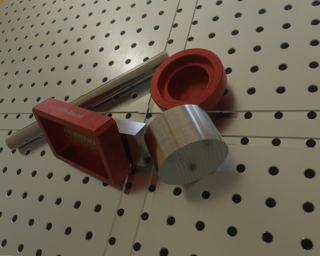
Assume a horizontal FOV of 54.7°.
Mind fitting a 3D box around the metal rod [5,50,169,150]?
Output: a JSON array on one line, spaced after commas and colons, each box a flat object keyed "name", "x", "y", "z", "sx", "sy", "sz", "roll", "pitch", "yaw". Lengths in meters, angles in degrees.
[{"name": "metal rod", "x": -0.118, "y": -0.040, "z": 0.492, "sx": 0.301, "sy": 0.025, "sz": 0.025, "roll": -26, "pitch": 53, "yaw": 11}]

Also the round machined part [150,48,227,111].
[{"name": "round machined part", "x": 0.040, "y": -0.054, "z": 0.408, "sx": 0.098, "sy": 0.042, "sz": 0.098, "roll": -13, "pitch": 56, "yaw": 20}]

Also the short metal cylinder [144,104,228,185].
[{"name": "short metal cylinder", "x": 0.028, "y": 0.020, "z": 0.345, "sx": 0.080, "sy": 0.080, "sz": 0.050, "roll": -30, "pitch": 52, "yaw": 8}]

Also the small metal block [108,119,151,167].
[{"name": "small metal block", "x": -0.039, "y": 0.019, "z": 0.396, "sx": 0.050, "sy": 0.050, "sz": 0.025, "roll": 9, "pitch": 39, "yaw": 31}]

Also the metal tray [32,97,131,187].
[{"name": "metal tray", "x": -0.104, "y": 0.016, "z": 0.406, "sx": 0.130, "sy": 0.089, "sz": 0.030, "roll": 17, "pitch": 45, "yaw": 34}]
